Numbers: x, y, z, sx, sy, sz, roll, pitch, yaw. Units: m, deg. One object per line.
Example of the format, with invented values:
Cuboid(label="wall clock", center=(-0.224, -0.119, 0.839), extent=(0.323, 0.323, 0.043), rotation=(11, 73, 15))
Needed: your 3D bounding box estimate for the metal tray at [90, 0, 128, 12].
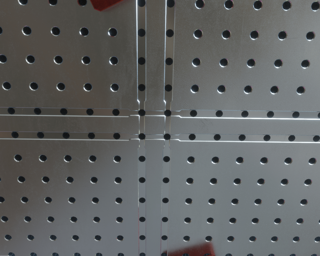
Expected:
Cuboid(label="metal tray", center=(-0.030, -0.197, 0.338), extent=(0.130, 0.030, 0.090), rotation=(-23, 109, 7))
